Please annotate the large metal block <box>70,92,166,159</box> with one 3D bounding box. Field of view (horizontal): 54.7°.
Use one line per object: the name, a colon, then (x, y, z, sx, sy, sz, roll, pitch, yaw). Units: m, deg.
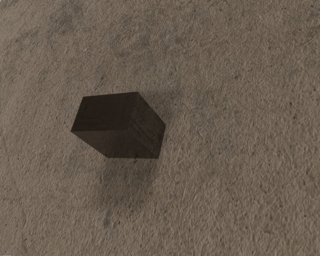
large metal block: (-0.049, 0.000, 0.393, 0.080, 0.080, 0.050, -2, 61, 27)
